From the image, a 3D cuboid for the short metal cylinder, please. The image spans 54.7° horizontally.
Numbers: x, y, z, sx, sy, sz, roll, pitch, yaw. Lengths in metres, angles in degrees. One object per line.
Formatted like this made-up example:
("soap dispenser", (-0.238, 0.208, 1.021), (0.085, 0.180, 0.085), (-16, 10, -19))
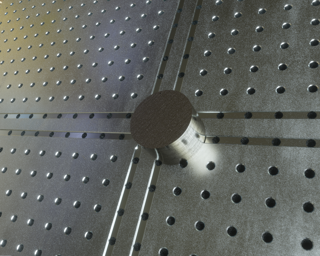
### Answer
("short metal cylinder", (0.010, 0.000, 0.386), (0.080, 0.050, 0.080), (-13, 56, 20))
